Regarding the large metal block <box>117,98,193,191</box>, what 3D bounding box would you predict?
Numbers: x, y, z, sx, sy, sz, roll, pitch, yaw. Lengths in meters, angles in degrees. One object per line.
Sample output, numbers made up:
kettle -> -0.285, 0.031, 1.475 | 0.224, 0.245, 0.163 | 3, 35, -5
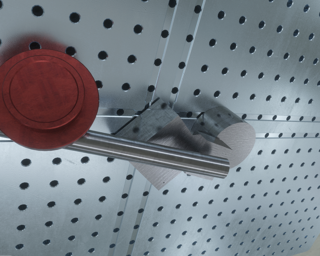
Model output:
large metal block -> -0.001, 0.022, 0.407 | 0.080, 0.050, 0.080 | -40, 130, -2

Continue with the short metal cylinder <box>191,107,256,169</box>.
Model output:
short metal cylinder -> 0.092, 0.015, 0.457 | 0.081, 0.050, 0.079 | -14, 125, -21

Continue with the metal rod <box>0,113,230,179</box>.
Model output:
metal rod -> -0.065, 0.017, 0.331 | 0.302, 0.025, 0.025 | 13, 113, -16

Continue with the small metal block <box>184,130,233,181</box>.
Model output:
small metal block -> 0.057, 0.036, 0.399 | 0.050, 0.025, 0.050 | 20, 108, -36

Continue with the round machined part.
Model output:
round machined part -> -0.107, -0.029, 0.290 | 0.099, 0.042, 0.097 | 3, 79, -17
